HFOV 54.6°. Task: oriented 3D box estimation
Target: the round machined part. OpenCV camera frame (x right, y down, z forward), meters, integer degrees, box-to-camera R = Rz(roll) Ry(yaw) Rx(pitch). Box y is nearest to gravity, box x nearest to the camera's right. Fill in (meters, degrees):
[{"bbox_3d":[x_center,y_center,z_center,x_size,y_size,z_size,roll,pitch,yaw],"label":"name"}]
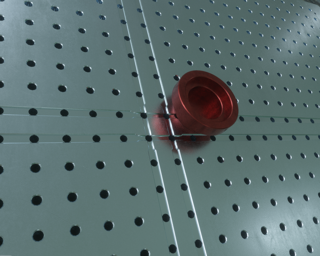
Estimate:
[{"bbox_3d":[0.061,-0.032,0.449,0.099,0.042,0.098,13,56,-21],"label":"round machined part"}]
